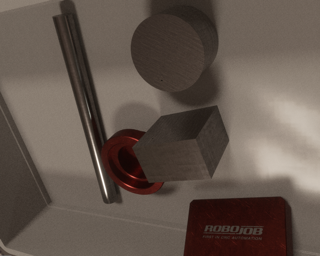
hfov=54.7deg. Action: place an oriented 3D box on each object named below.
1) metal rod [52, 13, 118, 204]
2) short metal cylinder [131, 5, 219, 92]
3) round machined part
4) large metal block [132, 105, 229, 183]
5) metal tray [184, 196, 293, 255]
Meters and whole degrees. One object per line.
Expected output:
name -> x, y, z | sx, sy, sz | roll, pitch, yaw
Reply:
metal rod -> -0.102, -0.010, 0.454 | 0.025, 0.025, 0.298 | 6, 121, 25
short metal cylinder -> 0.016, -0.085, 0.330 | 0.080, 0.050, 0.079 | 13, 124, 20
round machined part -> -0.030, 0.043, 0.439 | 0.098, 0.042, 0.097 | 13, 124, 20
large metal block -> 0.028, 0.019, 0.369 | 0.080, 0.080, 0.050 | -10, 114, 32
metal tray -> 0.098, 0.138, 0.397 | 0.130, 0.090, 0.030 | -11, 143, 32
